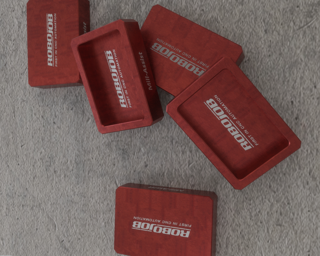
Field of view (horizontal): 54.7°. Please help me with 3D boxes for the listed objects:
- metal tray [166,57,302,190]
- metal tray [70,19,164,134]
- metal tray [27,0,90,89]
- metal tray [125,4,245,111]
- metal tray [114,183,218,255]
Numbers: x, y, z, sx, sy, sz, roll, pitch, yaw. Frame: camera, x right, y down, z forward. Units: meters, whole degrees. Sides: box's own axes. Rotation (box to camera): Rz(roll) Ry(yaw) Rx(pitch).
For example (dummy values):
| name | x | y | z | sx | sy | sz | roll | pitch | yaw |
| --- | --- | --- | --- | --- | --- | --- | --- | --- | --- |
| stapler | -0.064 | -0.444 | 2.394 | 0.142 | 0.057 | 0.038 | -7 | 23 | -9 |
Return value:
| name | x | y | z | sx | sy | sz | roll | pitch | yaw |
| --- | --- | --- | --- | --- | --- | --- | --- | --- | --- |
| metal tray | 0.082 | -0.005 | 0.354 | 0.090 | 0.030 | 0.130 | -40 | 96 | 13 |
| metal tray | -0.055 | -0.062 | 0.399 | 0.090 | 0.030 | 0.129 | -10 | 102 | 32 |
| metal tray | -0.150 | -0.127 | 0.459 | 0.090 | 0.030 | 0.129 | -2 | 89 | 20 |
| metal tray | 0.028 | -0.088 | 0.396 | 0.130 | 0.030 | 0.090 | 33 | 100 | 17 |
| metal tray | 0.006 | 0.124 | 0.404 | 0.130 | 0.030 | 0.089 | 2 | 91 | 19 |
